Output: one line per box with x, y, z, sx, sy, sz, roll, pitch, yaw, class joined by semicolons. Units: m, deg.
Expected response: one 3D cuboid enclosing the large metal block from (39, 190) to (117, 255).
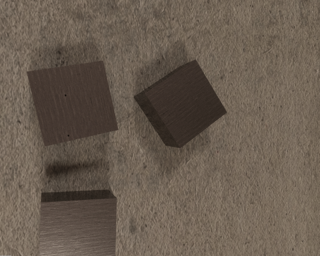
-0.096;0.118;0.361;0.081;0.050;0.079;1;90;-21;large metal block

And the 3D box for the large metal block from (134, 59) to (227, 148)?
0.026;-0.031;0.407;0.080;0.050;0.080;-36;102;-17;large metal block

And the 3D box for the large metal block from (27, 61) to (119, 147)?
-0.101;-0.028;0.359;0.081;0.050;0.080;-13;95;-20;large metal block
